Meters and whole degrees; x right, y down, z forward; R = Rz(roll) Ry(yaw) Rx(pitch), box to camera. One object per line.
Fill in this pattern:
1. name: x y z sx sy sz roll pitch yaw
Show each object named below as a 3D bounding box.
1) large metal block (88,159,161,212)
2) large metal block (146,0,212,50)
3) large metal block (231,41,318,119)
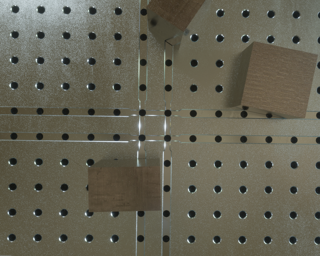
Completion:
1. large metal block: -0.040 0.068 0.385 0.081 0.080 0.050 -1 90 -1
2. large metal block: 0.028 -0.154 0.386 0.050 0.080 0.080 34 90 -1
3. large metal block: 0.146 -0.059 0.403 0.080 0.050 0.080 12 90 -1
